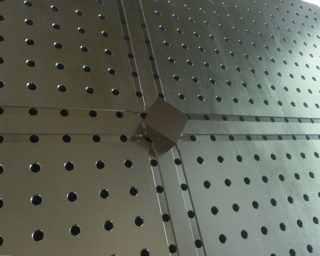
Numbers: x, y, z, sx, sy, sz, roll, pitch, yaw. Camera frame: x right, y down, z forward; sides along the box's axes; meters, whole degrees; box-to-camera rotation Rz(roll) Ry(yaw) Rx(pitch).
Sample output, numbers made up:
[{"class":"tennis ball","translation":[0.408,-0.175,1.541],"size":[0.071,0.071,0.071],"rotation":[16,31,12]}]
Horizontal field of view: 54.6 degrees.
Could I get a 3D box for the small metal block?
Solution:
[{"class":"small metal block","translation":[0.004,-0.006,0.413],"size":[0.050,0.025,0.050],"rotation":[34,52,-7]}]
